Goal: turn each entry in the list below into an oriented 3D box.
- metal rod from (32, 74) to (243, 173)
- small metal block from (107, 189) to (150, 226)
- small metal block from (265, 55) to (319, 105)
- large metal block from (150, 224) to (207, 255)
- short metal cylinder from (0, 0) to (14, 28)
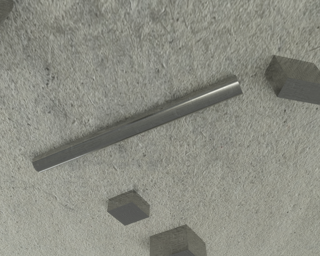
[{"bbox_3d":[-0.041,0.001,0.407,0.300,0.025,0.025,-21,127,16],"label":"metal rod"},{"bbox_3d":[-0.052,0.135,0.521,0.050,0.025,0.050,-25,126,19],"label":"small metal block"},{"bbox_3d":[0.153,-0.055,0.347,0.050,0.050,0.025,9,130,-8],"label":"small metal block"},{"bbox_3d":[0.036,0.237,0.594,0.080,0.050,0.080,-25,126,19],"label":"large metal block"},{"bbox_3d":[-0.181,-0.112,0.273,0.080,0.080,0.050,36,121,-27],"label":"short metal cylinder"}]
